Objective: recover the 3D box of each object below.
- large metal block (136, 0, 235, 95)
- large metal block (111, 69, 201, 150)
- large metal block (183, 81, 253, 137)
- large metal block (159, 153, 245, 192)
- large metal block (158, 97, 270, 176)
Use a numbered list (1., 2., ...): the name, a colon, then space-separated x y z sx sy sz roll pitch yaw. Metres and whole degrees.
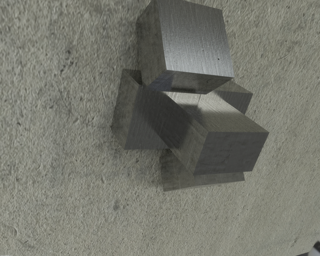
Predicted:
1. large metal block: 0.025 -0.084 0.328 0.081 0.050 0.080 1 74 -29
2. large metal block: -0.007 -0.022 0.374 0.081 0.050 0.079 1 118 -29
3. large metal block: 0.065 -0.022 0.414 0.081 0.050 0.079 1 118 -29
4. large metal block: 0.056 0.057 0.432 0.081 0.080 0.050 0 75 -29
5. large metal block: 0.056 0.007 0.345 0.081 0.080 0.050 1 118 -29
